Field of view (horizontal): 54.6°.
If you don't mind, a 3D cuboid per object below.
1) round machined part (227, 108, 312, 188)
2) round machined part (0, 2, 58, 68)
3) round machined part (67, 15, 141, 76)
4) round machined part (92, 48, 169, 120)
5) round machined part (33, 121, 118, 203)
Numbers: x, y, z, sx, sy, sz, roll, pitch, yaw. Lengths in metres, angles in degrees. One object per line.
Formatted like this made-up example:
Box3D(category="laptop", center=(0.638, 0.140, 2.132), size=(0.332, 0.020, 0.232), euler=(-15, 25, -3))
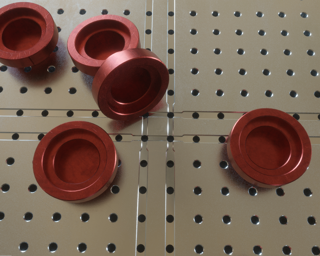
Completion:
Box3D(category="round machined part", center=(0.134, 0.027, 0.393), size=(0.099, 0.042, 0.098), euler=(0, 70, 0))
Box3D(category="round machined part", center=(-0.196, -0.129, 0.449), size=(0.099, 0.042, 0.098), euler=(0, 70, 0))
Box3D(category="round machined part", center=(-0.076, -0.110, 0.437), size=(0.098, 0.042, 0.098), euler=(-2, 61, 3))
Box3D(category="round machined part", center=(-0.041, -0.060, 0.398), size=(0.098, 0.098, 0.042), euler=(-29, 54, -10))
Box3D(category="round machined part", center=(-0.101, 0.044, 0.386), size=(0.099, 0.042, 0.098), euler=(0, 70, 0))
